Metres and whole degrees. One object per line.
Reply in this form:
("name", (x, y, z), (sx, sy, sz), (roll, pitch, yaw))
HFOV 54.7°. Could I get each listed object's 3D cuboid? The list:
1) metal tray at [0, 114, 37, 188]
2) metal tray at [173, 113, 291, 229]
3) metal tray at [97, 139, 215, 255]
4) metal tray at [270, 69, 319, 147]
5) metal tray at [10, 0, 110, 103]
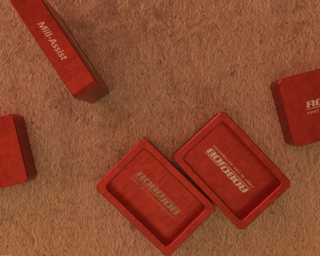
("metal tray", (-0.240, 0.039, 0.405), (0.131, 0.030, 0.089), (-13, 90, 0))
("metal tray", (0.092, 0.055, 0.408), (0.090, 0.030, 0.130), (-43, 90, 0))
("metal tray", (-0.005, 0.088, 0.407), (0.130, 0.030, 0.090), (44, 90, 0))
("metal tray", (0.224, -0.035, 0.409), (0.131, 0.030, 0.090), (-15, 90, 0))
("metal tray", (-0.115, -0.094, 0.376), (0.030, 0.090, 0.130), (-34, 90, 0))
